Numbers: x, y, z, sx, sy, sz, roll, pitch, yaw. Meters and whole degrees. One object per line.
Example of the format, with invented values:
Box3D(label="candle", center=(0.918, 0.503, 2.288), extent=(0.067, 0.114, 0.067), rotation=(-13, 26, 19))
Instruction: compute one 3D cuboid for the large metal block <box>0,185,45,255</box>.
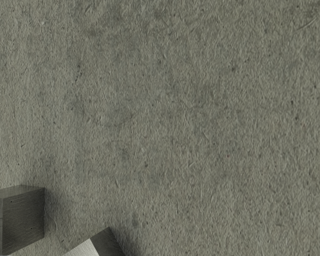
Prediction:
Box3D(label="large metal block", center=(-0.219, 0.133, 0.457), extent=(0.050, 0.080, 0.079), rotation=(1, 91, 20))

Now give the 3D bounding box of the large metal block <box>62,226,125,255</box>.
Box3D(label="large metal block", center=(-0.093, 0.198, 0.428), extent=(0.080, 0.050, 0.080), rotation=(-36, 79, 16))
